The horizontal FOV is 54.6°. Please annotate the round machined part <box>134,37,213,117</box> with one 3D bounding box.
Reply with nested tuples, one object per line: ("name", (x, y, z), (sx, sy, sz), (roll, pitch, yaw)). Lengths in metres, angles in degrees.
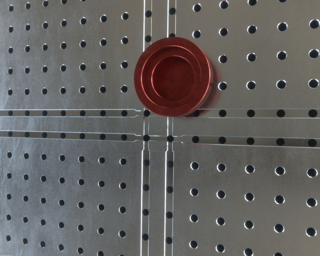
("round machined part", (0.020, -0.063, 0.397), (0.098, 0.042, 0.097), (0, 90, 20))
